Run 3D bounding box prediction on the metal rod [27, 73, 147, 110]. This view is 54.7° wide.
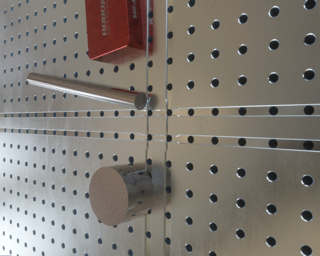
[{"bbox_3d":[-0.140,-0.068,0.524,0.300,0.025,0.025,15,100,39],"label":"metal rod"}]

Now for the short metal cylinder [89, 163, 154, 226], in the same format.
[{"bbox_3d":[-0.055,0.092,0.439,0.080,0.050,0.080,0,90,40],"label":"short metal cylinder"}]

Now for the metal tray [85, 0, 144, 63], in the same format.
[{"bbox_3d":[-0.071,-0.173,0.465,0.090,0.030,0.129,-8,85,39],"label":"metal tray"}]
